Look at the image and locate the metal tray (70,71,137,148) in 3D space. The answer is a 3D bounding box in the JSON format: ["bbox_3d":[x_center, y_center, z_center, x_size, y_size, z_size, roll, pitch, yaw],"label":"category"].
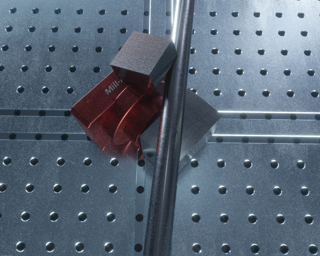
[{"bbox_3d":[-0.044,-0.040,0.391,0.030,0.090,0.130,41,75,13],"label":"metal tray"}]

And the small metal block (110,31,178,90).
[{"bbox_3d":[-0.017,-0.074,0.335,0.050,0.025,0.050,20,68,26],"label":"small metal block"}]

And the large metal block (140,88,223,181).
[{"bbox_3d":[0.024,0.011,0.376,0.050,0.080,0.080,41,75,13],"label":"large metal block"}]

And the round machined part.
[{"bbox_3d":[-0.021,-0.016,0.383,0.042,0.098,0.098,41,75,13],"label":"round machined part"}]

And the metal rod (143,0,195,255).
[{"bbox_3d":[0.014,-0.021,0.334,0.025,0.025,0.299,7,70,2],"label":"metal rod"}]
